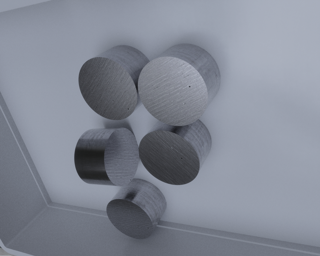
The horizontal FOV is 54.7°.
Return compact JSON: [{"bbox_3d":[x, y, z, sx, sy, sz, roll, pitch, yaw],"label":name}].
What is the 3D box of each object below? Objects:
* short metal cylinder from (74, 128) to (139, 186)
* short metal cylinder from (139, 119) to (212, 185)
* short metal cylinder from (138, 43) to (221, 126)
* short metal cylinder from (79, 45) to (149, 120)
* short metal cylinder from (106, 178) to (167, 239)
[{"bbox_3d":[-0.072,0.040,0.434,0.050,0.080,0.080,-2,118,29],"label":"short metal cylinder"},{"bbox_3d":[0.020,0.026,0.397,0.080,0.050,0.079,13,124,20],"label":"short metal cylinder"},{"bbox_3d":[0.023,-0.049,0.349,0.080,0.050,0.079,13,124,20],"label":"short metal cylinder"},{"bbox_3d":[-0.052,-0.056,0.383,0.080,0.050,0.079,13,124,20],"label":"short metal cylinder"},{"bbox_3d":[-0.036,0.127,0.488,0.080,0.050,0.079,13,124,20],"label":"short metal cylinder"}]
